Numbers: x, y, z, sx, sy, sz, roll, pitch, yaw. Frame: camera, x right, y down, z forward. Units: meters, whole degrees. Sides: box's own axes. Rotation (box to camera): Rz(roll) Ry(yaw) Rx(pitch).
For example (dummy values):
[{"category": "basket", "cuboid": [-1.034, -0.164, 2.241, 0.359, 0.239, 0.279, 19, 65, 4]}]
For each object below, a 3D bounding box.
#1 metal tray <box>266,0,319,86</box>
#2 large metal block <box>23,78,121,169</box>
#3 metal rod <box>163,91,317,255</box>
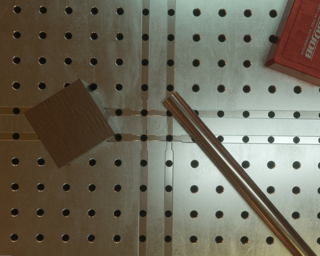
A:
[{"category": "metal tray", "cuboid": [0.208, -0.131, 0.412, 0.090, 0.030, 0.129, 20, 90, 0]}, {"category": "large metal block", "cuboid": [-0.110, -0.006, 0.400, 0.080, 0.050, 0.080, -32, 90, 0]}, {"category": "metal rod", "cuboid": [0.110, 0.073, 0.414, 0.025, 0.025, 0.300, -40, 90, 0]}]
